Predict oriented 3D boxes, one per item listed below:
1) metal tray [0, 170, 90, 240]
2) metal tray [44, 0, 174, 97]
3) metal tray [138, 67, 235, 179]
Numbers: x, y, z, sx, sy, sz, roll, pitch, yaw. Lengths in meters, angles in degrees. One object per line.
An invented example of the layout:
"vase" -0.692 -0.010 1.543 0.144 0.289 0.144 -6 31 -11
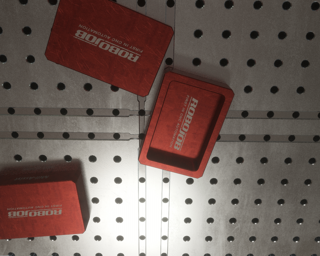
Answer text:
"metal tray" -0.176 0.112 0.450 0.131 0.030 0.089 -4 110 1
"metal tray" -0.059 -0.103 0.372 0.131 0.030 0.089 21 109 -8
"metal tray" 0.031 -0.004 0.409 0.091 0.030 0.129 16 109 -6
